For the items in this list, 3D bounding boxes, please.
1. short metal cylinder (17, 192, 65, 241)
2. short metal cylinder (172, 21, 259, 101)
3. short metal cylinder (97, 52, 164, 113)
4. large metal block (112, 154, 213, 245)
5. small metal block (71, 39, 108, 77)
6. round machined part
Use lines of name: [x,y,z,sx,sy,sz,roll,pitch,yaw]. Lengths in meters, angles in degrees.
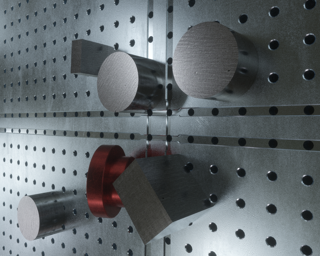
short metal cylinder: [-0.222,0.162,0.577,0.080,0.050,0.080,0,90,40]
short metal cylinder: [0.061,-0.071,0.343,0.080,0.050,0.080,0,90,40]
short metal cylinder: [-0.041,-0.061,0.427,0.080,0.050,0.080,0,90,40]
large metal block: [0.004,0.080,0.370,0.050,0.081,0.080,-48,62,29]
small metal block: [-0.110,-0.108,0.484,0.025,0.050,0.050,6,94,40]
round machined part: [-0.058,0.072,0.419,0.042,0.098,0.097,1,91,12]
